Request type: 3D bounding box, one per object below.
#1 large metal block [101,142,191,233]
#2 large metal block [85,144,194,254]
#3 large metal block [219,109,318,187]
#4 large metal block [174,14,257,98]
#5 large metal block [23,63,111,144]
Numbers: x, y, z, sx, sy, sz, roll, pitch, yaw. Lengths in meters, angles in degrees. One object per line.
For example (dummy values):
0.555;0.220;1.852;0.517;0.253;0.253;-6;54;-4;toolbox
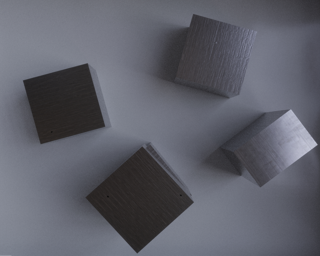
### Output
-0.018;0.075;0.399;0.080;0.050;0.080;-39;90;0;large metal block
-0.021;0.075;0.349;0.080;0.050;0.080;-42;91;0;large metal block
0.129;0.022;0.386;0.080;0.080;0.050;-37;90;0;large metal block
0.068;-0.089;0.400;0.080;0.050;0.080;15;90;-1;large metal block
-0.115;-0.030;0.397;0.080;0.050;0.080;-15;90;-1;large metal block
